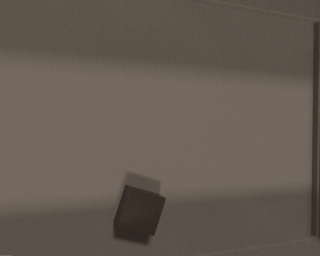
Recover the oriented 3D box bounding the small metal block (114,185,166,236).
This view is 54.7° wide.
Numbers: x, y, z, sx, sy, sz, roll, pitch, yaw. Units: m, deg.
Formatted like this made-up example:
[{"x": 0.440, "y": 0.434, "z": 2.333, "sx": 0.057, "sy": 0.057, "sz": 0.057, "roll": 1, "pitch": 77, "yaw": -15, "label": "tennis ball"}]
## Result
[{"x": -0.026, "y": 0.106, "z": 0.402, "sx": 0.050, "sy": 0.025, "sz": 0.050, "roll": 20, "pitch": 83, "yaw": -19, "label": "small metal block"}]
